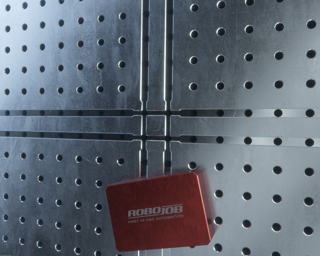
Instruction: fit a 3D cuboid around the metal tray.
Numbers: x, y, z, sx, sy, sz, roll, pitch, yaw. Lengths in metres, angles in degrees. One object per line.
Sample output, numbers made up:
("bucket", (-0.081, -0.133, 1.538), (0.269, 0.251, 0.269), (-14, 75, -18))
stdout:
("metal tray", (-0.002, 0.110, 0.410), (0.130, 0.030, 0.089), (-12, 86, 19))
